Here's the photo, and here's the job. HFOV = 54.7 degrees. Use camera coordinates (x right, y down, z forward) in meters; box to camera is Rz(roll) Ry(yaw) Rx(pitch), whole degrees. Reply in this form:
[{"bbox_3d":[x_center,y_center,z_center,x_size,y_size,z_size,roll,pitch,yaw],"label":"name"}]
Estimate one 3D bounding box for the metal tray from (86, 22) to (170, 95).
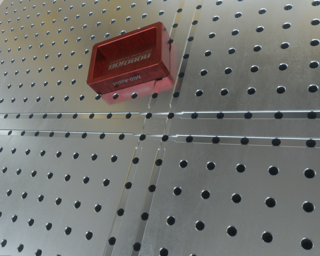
[{"bbox_3d":[-0.050,-0.111,0.497,0.130,0.030,0.090,-12,57,21],"label":"metal tray"}]
